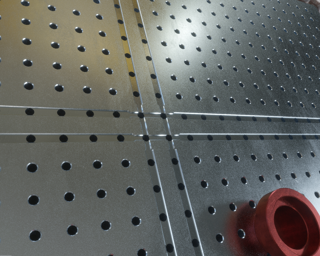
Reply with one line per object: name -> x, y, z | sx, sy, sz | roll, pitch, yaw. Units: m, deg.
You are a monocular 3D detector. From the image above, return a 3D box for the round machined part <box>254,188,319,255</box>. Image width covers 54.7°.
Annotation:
round machined part -> 0.165, 0.132, 0.408 | 0.099, 0.042, 0.098 | 14, 56, -21
